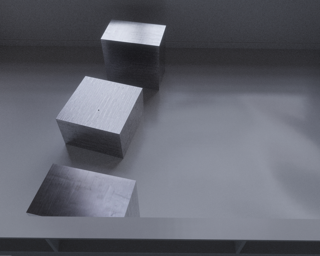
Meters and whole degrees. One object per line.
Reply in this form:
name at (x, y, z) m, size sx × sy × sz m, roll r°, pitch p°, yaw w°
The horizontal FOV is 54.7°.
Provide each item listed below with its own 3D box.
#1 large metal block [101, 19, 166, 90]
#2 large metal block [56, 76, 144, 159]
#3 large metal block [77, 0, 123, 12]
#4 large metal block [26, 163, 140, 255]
large metal block at (-0.036, -0.108, 0.459) m, size 0.080 × 0.080 × 0.050 m, roll 9°, pitch 51°, yaw 7°
large metal block at (-0.073, -0.015, 0.401) m, size 0.080 × 0.050 × 0.080 m, roll 13°, pitch 51°, yaw 10°
large metal block at (-0.117, -0.287, 0.631) m, size 0.080 × 0.050 × 0.080 m, roll 14°, pitch 51°, yaw 11°
large metal block at (-0.066, 0.084, 0.298) m, size 0.080 × 0.080 × 0.050 m, roll 10°, pitch 51°, yaw 8°
